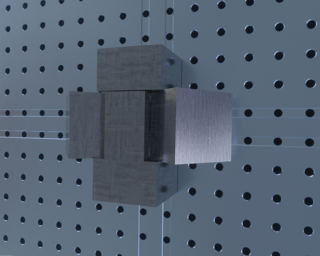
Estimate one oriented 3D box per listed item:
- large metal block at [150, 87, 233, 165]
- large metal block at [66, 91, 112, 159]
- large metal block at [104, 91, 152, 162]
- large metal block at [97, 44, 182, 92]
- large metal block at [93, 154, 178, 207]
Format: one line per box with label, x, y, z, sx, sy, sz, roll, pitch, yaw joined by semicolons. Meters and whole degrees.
large metal block;0.037;-0.002;0.361;0.050;0.081;0.079;1;90;57
large metal block;-0.096;-0.004;0.409;0.050;0.080;0.079;0;91;-20
large metal block;-0.027;-0.002;0.391;0.050;0.080;0.079;1;91;20
large metal block;-0.023;-0.068;0.389;0.080;0.080;0.050;1;91;19
large metal block;-0.028;0.061;0.391;0.080;0.080;0.050;1;91;19
